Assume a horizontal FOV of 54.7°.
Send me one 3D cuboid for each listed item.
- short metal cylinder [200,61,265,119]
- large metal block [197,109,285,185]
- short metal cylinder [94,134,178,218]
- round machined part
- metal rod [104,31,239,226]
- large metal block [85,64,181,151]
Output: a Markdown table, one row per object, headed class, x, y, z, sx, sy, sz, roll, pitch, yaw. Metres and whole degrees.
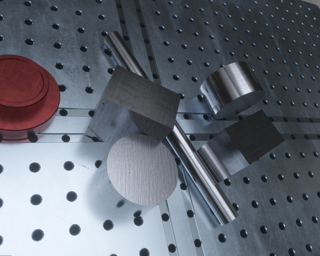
| class | x | y | z | sx | sy | sz | roll | pitch | yaw |
| --- | --- | --- | --- | --- | --- | --- | --- | --- | --- |
| short metal cylinder | 0.108 | -0.055 | 0.464 | 0.081 | 0.080 | 0.050 | -12 | 68 | -33 |
| large metal block | 0.101 | 0.027 | 0.411 | 0.081 | 0.080 | 0.050 | -23 | 75 | -36 |
| short metal cylinder | -0.027 | 0.053 | 0.345 | 0.081 | 0.050 | 0.080 | 13 | 56 | -21 |
| round machined part | -0.159 | -0.040 | 0.336 | 0.099 | 0.042 | 0.098 | 14 | 56 | -21 |
| metal rod | 0.008 | -0.009 | 0.417 | 0.025 | 0.025 | 0.299 | -23 | 74 | -36 |
| large metal block | -0.033 | -0.015 | 0.364 | 0.080 | 0.080 | 0.050 | 24 | 53 | -14 |
